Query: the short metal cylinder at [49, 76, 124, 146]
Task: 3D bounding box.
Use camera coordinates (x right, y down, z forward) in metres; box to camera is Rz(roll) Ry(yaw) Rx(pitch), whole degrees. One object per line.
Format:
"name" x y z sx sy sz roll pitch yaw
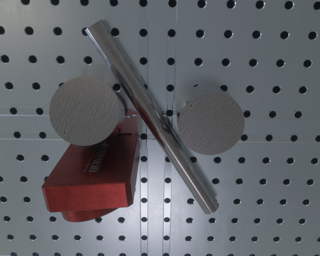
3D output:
"short metal cylinder" -0.086 -0.018 0.378 0.080 0.050 0.080 0 86 0

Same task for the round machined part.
"round machined part" -0.085 0.076 0.402 0.098 0.098 0.042 -16 102 6

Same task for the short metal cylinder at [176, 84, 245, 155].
"short metal cylinder" 0.062 -0.012 0.396 0.081 0.050 0.079 0 110 0

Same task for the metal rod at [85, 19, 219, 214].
"metal rod" -0.002 -0.002 0.412 0.025 0.025 0.299 -30 108 10

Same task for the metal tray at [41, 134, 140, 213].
"metal tray" -0.074 0.048 0.374 0.091 0.130 0.030 -4 110 1
